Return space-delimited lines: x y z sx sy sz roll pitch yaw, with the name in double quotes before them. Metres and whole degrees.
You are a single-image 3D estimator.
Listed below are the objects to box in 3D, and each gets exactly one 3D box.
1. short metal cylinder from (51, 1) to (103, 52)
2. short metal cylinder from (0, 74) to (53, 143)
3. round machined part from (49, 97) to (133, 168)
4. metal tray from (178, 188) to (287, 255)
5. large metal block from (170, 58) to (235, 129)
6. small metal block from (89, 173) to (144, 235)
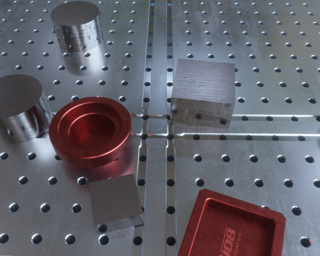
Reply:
"short metal cylinder" -0.143 -0.178 0.540 0.080 0.050 0.080 0 50 0
"short metal cylinder" -0.191 -0.026 0.412 0.080 0.050 0.080 0 50 0
"round machined part" -0.083 0.009 0.388 0.099 0.042 0.098 0 50 0
"metal tray" 0.063 0.131 0.294 0.090 0.030 0.130 16 52 13
"large metal block" 0.060 -0.049 0.433 0.080 0.050 0.080 7 50 5
"small metal block" -0.048 0.082 0.338 0.050 0.025 0.050 -11 51 -9
